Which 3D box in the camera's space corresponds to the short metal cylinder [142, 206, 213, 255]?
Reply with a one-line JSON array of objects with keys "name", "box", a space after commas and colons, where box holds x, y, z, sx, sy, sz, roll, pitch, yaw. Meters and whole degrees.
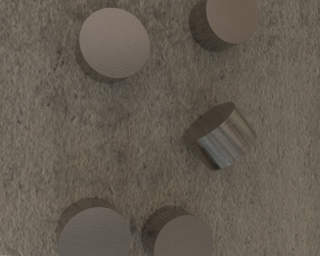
[{"name": "short metal cylinder", "box": [0.022, 0.147, 0.405, 0.081, 0.050, 0.079, 0, 90, -21]}]

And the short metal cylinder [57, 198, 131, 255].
[{"name": "short metal cylinder", "box": [-0.080, 0.128, 0.367, 0.081, 0.050, 0.079, 0, 90, -21]}]

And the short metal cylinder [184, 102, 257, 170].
[{"name": "short metal cylinder", "box": [0.079, 0.010, 0.410, 0.080, 0.080, 0.050, -43, 104, -15]}]

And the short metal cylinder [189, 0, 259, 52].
[{"name": "short metal cylinder", "box": [0.087, -0.151, 0.429, 0.081, 0.050, 0.079, 0, 90, -21]}]

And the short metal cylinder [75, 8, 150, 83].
[{"name": "short metal cylinder", "box": [-0.059, -0.097, 0.375, 0.081, 0.050, 0.079, 0, 90, -21]}]
